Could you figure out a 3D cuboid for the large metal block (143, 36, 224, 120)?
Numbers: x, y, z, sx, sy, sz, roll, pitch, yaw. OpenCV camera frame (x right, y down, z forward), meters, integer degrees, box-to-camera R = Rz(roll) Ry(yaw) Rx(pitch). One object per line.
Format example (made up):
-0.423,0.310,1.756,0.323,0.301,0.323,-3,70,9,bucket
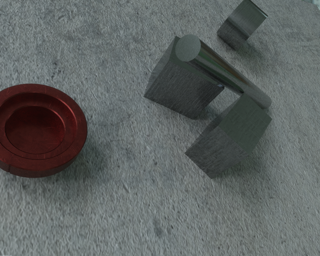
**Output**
0.034,-0.066,0.429,0.080,0.080,0.050,24,53,-14,large metal block

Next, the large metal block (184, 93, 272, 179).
0.090,0.011,0.412,0.050,0.080,0.080,44,51,1,large metal block

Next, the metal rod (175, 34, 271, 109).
0.102,-0.058,0.405,0.301,0.025,0.025,10,52,-59,metal rod

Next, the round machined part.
-0.129,0.006,0.320,0.099,0.042,0.098,14,56,-21,round machined part

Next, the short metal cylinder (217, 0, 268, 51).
0.150,-0.190,0.568,0.050,0.080,0.080,42,51,0,short metal cylinder
